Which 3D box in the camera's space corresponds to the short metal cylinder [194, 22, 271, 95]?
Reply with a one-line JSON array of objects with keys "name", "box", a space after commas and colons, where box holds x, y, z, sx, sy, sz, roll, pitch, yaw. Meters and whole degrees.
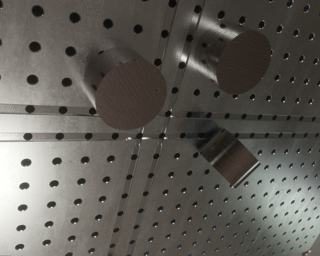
[{"name": "short metal cylinder", "box": [0.091, -0.089, 0.392, 0.081, 0.050, 0.079, -14, 124, -21]}]

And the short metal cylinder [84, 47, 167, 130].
[{"name": "short metal cylinder", "box": [-0.039, -0.044, 0.347, 0.081, 0.050, 0.079, -14, 124, -21]}]

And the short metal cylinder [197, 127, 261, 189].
[{"name": "short metal cylinder", "box": [0.101, 0.044, 0.460, 0.050, 0.080, 0.080, -45, 130, 2]}]
